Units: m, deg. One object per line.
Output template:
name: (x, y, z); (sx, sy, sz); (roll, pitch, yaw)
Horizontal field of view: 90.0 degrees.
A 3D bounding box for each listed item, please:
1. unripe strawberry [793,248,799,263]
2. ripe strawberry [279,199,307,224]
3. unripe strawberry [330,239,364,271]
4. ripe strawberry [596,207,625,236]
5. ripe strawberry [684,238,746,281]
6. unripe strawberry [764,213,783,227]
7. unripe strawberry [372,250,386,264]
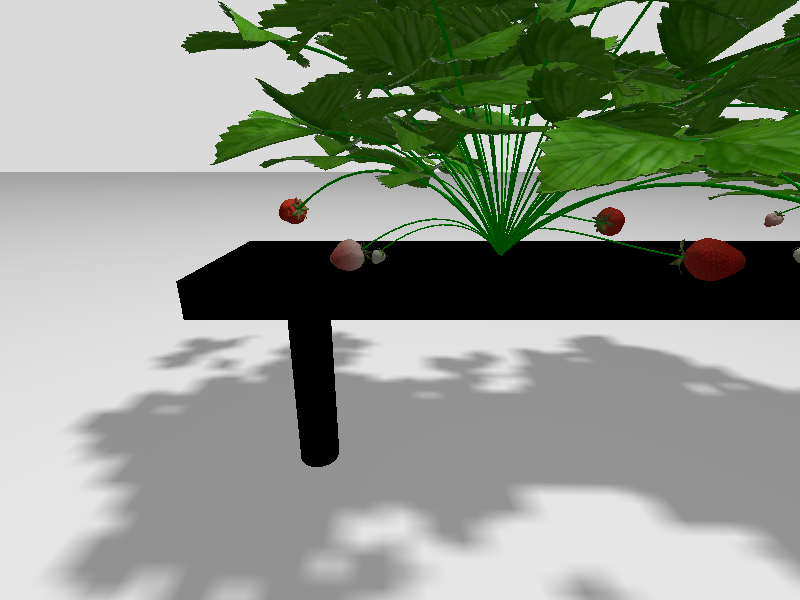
unripe strawberry: (0.300, -0.033, 0.299); (0.010, 0.011, 0.011); (5, 20, 14)
ripe strawberry: (-0.138, -0.112, 0.512); (0.033, 0.032, 0.036); (-7, 11, 39)
unripe strawberry: (-0.041, -0.033, 0.303); (0.025, 0.025, 0.023); (-19, 24, -16)
ripe strawberry: (0.238, -0.088, 0.449); (0.032, 0.031, 0.030); (-12, 23, -33)
ripe strawberry: (0.215, -0.028, 0.275); (0.034, 0.029, 0.034); (13, 23, 31)
unripe strawberry: (0.464, -0.099, 0.498); (0.019, 0.017, 0.017); (-9, -36, -25)
unripe strawberry: (-0.018, -0.035, 0.324); (0.011, 0.011, 0.013); (34, 6, -25)
